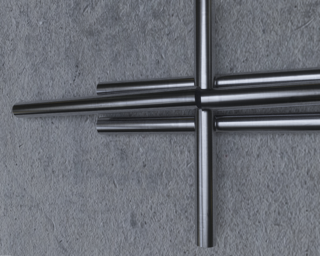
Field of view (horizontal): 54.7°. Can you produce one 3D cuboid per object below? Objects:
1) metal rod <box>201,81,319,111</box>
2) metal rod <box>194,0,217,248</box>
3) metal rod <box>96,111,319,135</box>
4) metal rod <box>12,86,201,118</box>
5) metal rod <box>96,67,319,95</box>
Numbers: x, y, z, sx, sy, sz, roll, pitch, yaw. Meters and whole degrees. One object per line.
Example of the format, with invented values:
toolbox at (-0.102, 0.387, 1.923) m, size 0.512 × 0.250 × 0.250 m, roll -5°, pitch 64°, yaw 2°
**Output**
metal rod at (0.194, -0.038, 0.316) m, size 0.301 × 0.025 × 0.025 m, roll -3°, pitch 89°, yaw 9°
metal rod at (0.053, -0.013, 0.364) m, size 0.025 × 0.025 × 0.298 m, roll 0°, pitch 90°, yaw 19°
metal rod at (0.059, -0.005, 0.388) m, size 0.301 × 0.025 × 0.025 m, roll -1°, pitch 90°, yaw 19°
metal rod at (-0.089, -0.031, 0.413) m, size 0.300 × 0.025 × 0.025 m, roll -1°, pitch 90°, yaw 29°
metal rod at (0.059, -0.054, 0.388) m, size 0.301 × 0.025 × 0.025 m, roll -1°, pitch 90°, yaw 19°
